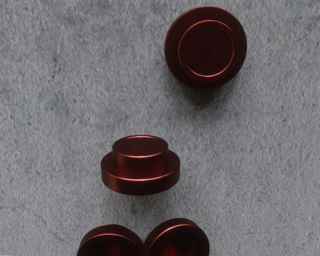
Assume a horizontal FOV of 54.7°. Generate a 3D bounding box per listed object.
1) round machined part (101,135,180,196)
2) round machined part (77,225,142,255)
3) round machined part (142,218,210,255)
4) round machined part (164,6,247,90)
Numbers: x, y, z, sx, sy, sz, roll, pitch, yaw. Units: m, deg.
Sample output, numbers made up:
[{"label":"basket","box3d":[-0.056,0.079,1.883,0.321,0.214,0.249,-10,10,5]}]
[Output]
[{"label":"round machined part","box3d":[-0.024,0.040,0.385,0.099,0.098,0.042,0,110,-1]},{"label":"round machined part","box3d":[-0.072,0.186,0.468,0.099,0.042,0.097,0,110,-1]},{"label":"round machined part","box3d":[0.020,0.177,0.455,0.099,0.042,0.097,-4,103,-19]},{"label":"round machined part","box3d":[0.054,-0.093,0.367,0.099,0.042,0.097,0,110,-1]}]
